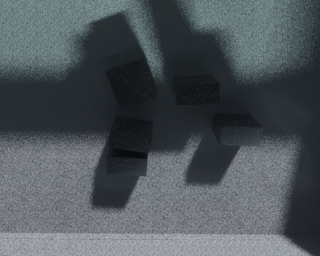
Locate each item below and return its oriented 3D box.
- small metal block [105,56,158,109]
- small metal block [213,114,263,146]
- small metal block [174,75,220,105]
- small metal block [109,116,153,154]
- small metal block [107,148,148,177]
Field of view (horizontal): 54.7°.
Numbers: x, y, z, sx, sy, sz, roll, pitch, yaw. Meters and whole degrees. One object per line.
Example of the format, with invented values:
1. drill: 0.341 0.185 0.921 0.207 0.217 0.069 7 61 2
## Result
1. small metal block: -0.034 -0.057 0.390 0.050 0.025 0.050 -18 109 6
2. small metal block: 0.099 0.001 0.400 0.050 0.050 0.025 2 110 -1
3. small metal block: 0.044 -0.048 0.381 0.050 0.050 0.025 -2 110 0
4. small metal block: -0.036 0.008 0.400 0.050 0.050 0.025 10 110 -4
5. small metal block: -0.042 0.040 0.412 0.050 0.050 0.025 4 110 -2
